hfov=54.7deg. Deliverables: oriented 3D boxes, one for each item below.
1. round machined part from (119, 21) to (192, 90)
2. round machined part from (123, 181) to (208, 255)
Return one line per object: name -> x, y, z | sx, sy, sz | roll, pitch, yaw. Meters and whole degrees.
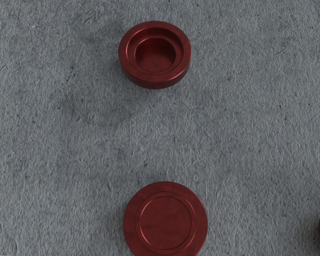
round machined part -> -0.006, -0.097, 0.434 | 0.099, 0.042, 0.098 | 0, 70, 0
round machined part -> 0.006, 0.110, 0.359 | 0.099, 0.042, 0.098 | 0, 70, 0
